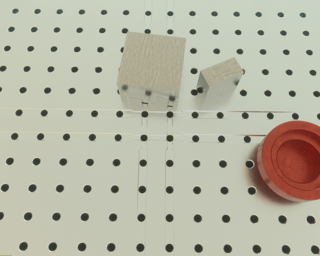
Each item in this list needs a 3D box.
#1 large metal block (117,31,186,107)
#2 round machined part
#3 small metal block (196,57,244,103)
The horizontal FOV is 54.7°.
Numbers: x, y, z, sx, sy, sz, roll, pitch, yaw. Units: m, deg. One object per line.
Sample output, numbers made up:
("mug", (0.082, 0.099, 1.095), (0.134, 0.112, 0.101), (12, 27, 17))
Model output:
("large metal block", (-0.010, -0.081, 0.428), (0.080, 0.050, 0.080), (7, 70, 2))
("round machined part", (0.171, 0.043, 0.388), (0.099, 0.042, 0.098), (0, 70, 0))
("small metal block", (0.080, -0.065, 0.423), (0.050, 0.050, 0.025), (-23, 72, -8))
